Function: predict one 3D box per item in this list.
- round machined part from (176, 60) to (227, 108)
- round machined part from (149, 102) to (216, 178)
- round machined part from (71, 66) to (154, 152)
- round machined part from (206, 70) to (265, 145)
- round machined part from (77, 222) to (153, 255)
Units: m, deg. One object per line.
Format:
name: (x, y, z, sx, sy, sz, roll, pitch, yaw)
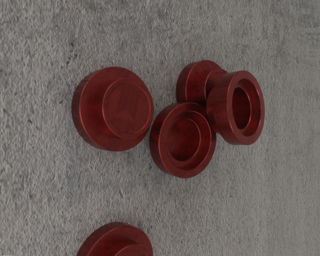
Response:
round machined part: (0.074, -0.051, 0.455, 0.099, 0.042, 0.097, 0, 90, -40)
round machined part: (0.026, 0.015, 0.411, 0.099, 0.042, 0.097, -4, 96, -36)
round machined part: (-0.046, -0.022, 0.355, 0.099, 0.042, 0.097, 0, 90, -40)
round machined part: (0.099, -0.026, 0.417, 0.099, 0.042, 0.097, 4, 85, -46)
round machined part: (-0.045, 0.162, 0.356, 0.099, 0.042, 0.097, 0, 90, -40)
